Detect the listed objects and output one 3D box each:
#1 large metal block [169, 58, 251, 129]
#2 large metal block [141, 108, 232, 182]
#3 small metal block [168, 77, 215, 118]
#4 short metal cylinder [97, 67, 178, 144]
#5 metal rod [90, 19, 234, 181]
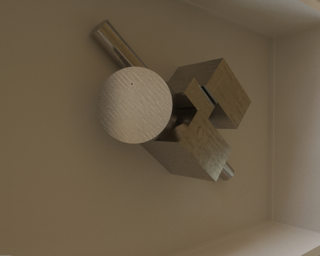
[{"bbox_3d":[0.064,-0.044,0.426,0.080,0.080,0.050,48,61,-30],"label":"large metal block"},{"bbox_3d":[0.031,0.021,0.398,0.080,0.080,0.050,47,62,-30],"label":"large metal block"},{"bbox_3d":[0.032,-0.034,0.387,0.050,0.050,0.025,48,61,-30],"label":"small metal block"},{"bbox_3d":[-0.022,-0.024,0.344,0.050,0.080,0.079,3,88,-80],"label":"short metal cylinder"},{"bbox_3d":[0.020,-0.020,0.425,0.300,0.025,0.025,47,62,-30],"label":"metal rod"}]
